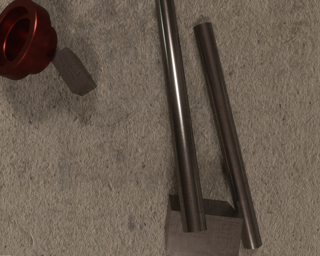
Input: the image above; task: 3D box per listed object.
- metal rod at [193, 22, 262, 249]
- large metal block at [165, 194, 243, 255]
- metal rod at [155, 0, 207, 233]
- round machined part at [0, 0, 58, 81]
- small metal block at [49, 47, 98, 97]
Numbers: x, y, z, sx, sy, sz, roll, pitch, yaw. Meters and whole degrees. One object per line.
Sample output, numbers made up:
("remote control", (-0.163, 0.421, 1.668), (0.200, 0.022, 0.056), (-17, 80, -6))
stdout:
("metal rod", (0.090, 0.010, 0.411), (0.025, 0.025, 0.298), (-13, 90, 0))
("large metal block", (0.049, 0.120, 0.383), (0.081, 0.080, 0.050), (7, 90, -1))
("metal rod", (0.021, -0.034, 0.368), (0.025, 0.025, 0.299), (-6, 73, 0))
("round machined part", (-0.167, -0.105, 0.384), (0.098, 0.042, 0.098), (-9, 74, 32))
("small metal block", (-0.109, -0.070, 0.396), (0.025, 0.050, 0.050), (-33, 91, 0))
